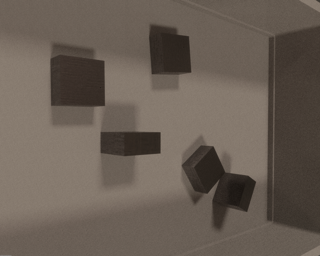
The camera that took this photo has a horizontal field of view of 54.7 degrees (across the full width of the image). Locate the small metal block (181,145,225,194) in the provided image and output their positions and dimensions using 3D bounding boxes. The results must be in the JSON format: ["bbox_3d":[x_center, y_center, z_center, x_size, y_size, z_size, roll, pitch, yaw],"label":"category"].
[{"bbox_3d":[0.066,0.062,0.465,0.050,0.025,0.050,-42,116,-32],"label":"small metal block"}]

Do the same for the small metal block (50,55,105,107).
[{"bbox_3d":[-0.088,-0.049,0.334,0.050,0.025,0.050,-1,91,-40],"label":"small metal block"}]

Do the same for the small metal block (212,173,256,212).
[{"bbox_3d":[0.118,0.101,0.492,0.025,0.050,0.050,36,68,-35],"label":"small metal block"}]

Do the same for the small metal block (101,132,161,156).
[{"bbox_3d":[-0.035,0.017,0.363,0.050,0.050,0.025,0,91,-40],"label":"small metal block"}]

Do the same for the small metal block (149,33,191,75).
[{"bbox_3d":[0.014,-0.099,0.421,0.050,0.025,0.050,-7,95,-40],"label":"small metal block"}]
